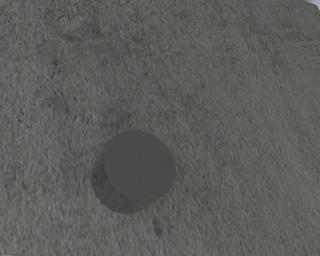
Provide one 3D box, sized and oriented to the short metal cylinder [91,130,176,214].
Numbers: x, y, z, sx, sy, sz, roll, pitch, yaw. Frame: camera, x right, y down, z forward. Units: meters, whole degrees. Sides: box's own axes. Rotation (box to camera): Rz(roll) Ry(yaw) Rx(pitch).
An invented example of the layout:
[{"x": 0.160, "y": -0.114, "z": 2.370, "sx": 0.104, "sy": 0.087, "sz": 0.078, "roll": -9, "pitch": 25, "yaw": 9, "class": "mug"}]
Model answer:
[{"x": -0.030, "y": 0.049, "z": 0.343, "sx": 0.081, "sy": 0.050, "sz": 0.080, "roll": 14, "pitch": 56, "yaw": -21, "class": "short metal cylinder"}]
